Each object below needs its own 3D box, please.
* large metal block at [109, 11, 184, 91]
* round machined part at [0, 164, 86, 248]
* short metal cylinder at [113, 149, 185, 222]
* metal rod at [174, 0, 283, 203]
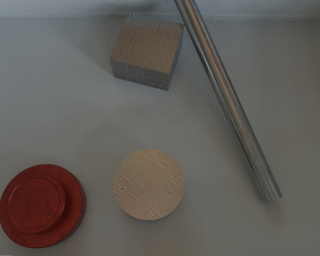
[{"bbox_3d":[-0.016,-0.107,0.435,0.080,0.050,0.080,15,71,5],"label":"large metal block"},{"bbox_3d":[-0.141,0.090,0.366,0.099,0.042,0.098,0,70,-1],"label":"round machined part"},{"bbox_3d":[-0.012,0.070,0.371,0.081,0.050,0.080,0,70,0],"label":"short metal cylinder"},{"bbox_3d":[0.083,-0.050,0.401,0.025,0.025,0.299,-21,82,-8],"label":"metal rod"}]
